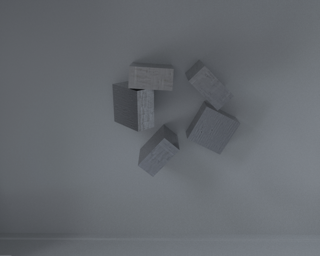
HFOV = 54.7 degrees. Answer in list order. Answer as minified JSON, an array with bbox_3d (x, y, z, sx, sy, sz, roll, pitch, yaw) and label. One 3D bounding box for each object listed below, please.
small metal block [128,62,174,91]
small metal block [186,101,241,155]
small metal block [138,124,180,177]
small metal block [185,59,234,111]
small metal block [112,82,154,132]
[{"bbox_3d":[-0.010,-0.063,0.374,0.050,0.050,0.025,3,107,-2],"label":"small metal block"},{"bbox_3d":[0.069,0.000,0.412,0.050,0.025,0.050,26,108,-10],"label":"small metal block"},{"bbox_3d":[-0.002,0.029,0.409,0.025,0.050,0.050,39,105,-14],"label":"small metal block"},{"bbox_3d":[0.059,-0.054,0.379,0.050,0.050,0.025,43,104,-15],"label":"small metal block"},{"bbox_3d":[-0.033,-0.028,0.385,0.025,0.050,0.050,-18,117,-39],"label":"small metal block"}]
